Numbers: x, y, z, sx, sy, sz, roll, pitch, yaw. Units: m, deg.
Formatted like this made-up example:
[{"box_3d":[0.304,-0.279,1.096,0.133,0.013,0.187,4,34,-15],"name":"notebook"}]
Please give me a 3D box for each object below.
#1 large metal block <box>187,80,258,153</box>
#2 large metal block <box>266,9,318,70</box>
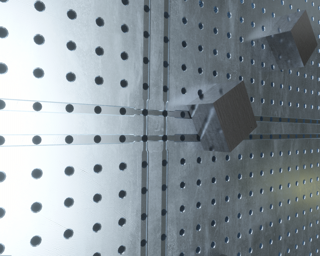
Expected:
[{"box_3d":[0.098,-0.019,0.478,0.081,0.050,0.080,-36,112,-34],"name":"large metal block"},{"box_3d":[0.265,-0.174,0.618,0.080,0.050,0.080,-50,120,-29],"name":"large metal block"}]
